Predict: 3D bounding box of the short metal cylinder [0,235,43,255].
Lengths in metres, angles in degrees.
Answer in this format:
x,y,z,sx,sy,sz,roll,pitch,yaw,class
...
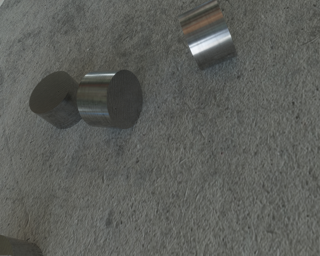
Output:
x,y,z,sx,sy,sz,roll,pitch,yaw,class
-0.192,0.177,0.380,0.080,0.050,0.080,-13,56,21,short metal cylinder

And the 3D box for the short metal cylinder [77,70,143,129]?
x,y,z,sx,sy,sz,roll,pitch,yaw,class
-0.067,-0.040,0.428,0.050,0.080,0.080,4,64,30,short metal cylinder

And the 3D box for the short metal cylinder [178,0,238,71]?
x,y,z,sx,sy,sz,roll,pitch,yaw,class
0.064,-0.122,0.410,0.050,0.080,0.080,-22,54,16,short metal cylinder

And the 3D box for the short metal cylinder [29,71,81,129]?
x,y,z,sx,sy,sz,roll,pitch,yaw,class
-0.161,-0.045,0.500,0.080,0.050,0.080,-13,56,21,short metal cylinder
